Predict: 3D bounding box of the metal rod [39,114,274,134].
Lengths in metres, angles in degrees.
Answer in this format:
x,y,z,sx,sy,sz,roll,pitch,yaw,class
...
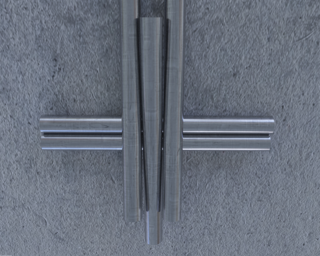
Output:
x,y,z,sx,sy,sz,roll,pitch,yaw,class
-0.003,-0.005,0.410,0.302,0.025,0.025,0,110,-1,metal rod

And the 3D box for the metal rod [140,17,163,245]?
x,y,z,sx,sy,sz,roll,pitch,yaw,class
-0.009,0.018,0.390,0.025,0.025,0.298,0,110,0,metal rod

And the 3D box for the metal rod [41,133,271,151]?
x,y,z,sx,sy,sz,roll,pitch,yaw,class
-0.005,0.019,0.419,0.302,0.025,0.025,0,110,-1,metal rod

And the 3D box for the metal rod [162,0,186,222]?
x,y,z,sx,sy,sz,roll,pitch,yaw,class
0.017,-0.028,0.378,0.025,0.025,0.298,0,102,-1,metal rod

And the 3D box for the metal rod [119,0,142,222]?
x,y,z,sx,sy,sz,roll,pitch,yaw,class
-0.035,-0.027,0.378,0.025,0.025,0.298,0,102,-1,metal rod
